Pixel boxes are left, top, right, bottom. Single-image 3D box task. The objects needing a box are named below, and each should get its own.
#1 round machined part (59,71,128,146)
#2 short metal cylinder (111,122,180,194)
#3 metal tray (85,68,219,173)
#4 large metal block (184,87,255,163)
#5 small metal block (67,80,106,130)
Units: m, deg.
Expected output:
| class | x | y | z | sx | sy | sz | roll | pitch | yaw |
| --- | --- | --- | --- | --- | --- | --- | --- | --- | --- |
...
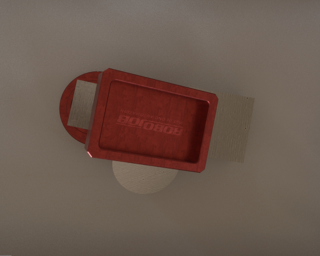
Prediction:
| class | x | y | z | sx | sy | sz | roll | pitch | yaw |
| --- | --- | --- | --- | --- | --- | --- | --- | --- | --- |
| round machined part | -0.081 | -0.025 | 0.400 | 0.099 | 0.042 | 0.097 | 0 | 90 | -1 |
| short metal cylinder | -0.020 | 0.034 | 0.385 | 0.081 | 0.050 | 0.079 | -3 | 104 | -12 |
| metal tray | -0.007 | -0.005 | 0.337 | 0.131 | 0.030 | 0.089 | 11 | 90 | -20 |
| large metal block | 0.068 | -0.004 | 0.397 | 0.080 | 0.050 | 0.080 | 10 | 90 | -1 |
| small metal block | -0.081 | -0.025 | 0.354 | 0.025 | 0.050 | 0.050 | 12 | 90 | 0 |
